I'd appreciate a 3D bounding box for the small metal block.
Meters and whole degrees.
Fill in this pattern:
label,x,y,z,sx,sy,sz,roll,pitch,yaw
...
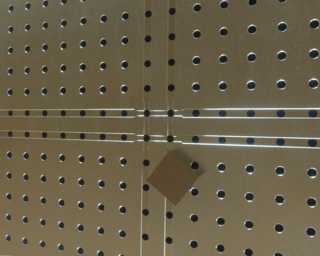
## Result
label,x,y,z,sx,sy,sz,roll,pitch,yaw
small metal block,0.020,0.064,0.406,0.050,0.025,0.050,39,102,15
